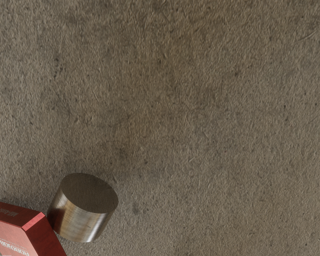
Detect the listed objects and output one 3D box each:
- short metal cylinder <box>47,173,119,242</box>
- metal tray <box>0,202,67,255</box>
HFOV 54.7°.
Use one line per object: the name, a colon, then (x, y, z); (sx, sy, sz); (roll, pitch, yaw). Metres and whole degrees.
short metal cylinder: (-0.104, 0.105, 0.418); (0.080, 0.080, 0.050); (26, 108, -10)
metal tray: (-0.188, 0.152, 0.424); (0.130, 0.030, 0.090); (-2, 115, 38)
